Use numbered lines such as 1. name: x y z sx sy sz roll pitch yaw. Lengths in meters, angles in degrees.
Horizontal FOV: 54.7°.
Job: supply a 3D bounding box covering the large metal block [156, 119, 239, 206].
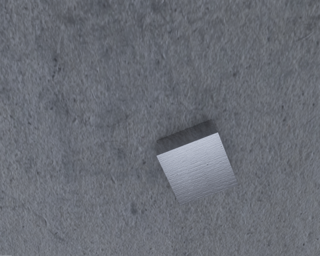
1. large metal block: 0.048 0.045 0.414 0.080 0.050 0.080 -22 109 7
